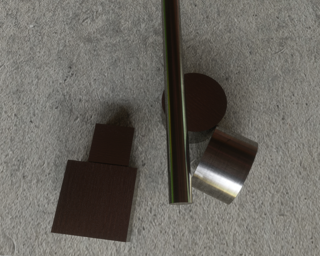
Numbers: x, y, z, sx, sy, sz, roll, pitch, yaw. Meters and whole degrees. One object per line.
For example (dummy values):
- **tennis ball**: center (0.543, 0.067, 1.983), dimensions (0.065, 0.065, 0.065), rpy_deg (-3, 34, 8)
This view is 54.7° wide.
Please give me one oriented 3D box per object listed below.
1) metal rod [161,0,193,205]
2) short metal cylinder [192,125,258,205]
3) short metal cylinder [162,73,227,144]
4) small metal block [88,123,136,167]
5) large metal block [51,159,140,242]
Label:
- **metal rod**: center (0.018, -0.060, 0.377), dimensions (0.025, 0.025, 0.299), rpy_deg (-1, 70, -1)
- **short metal cylinder**: center (0.074, 0.042, 0.364), dimensions (0.050, 0.080, 0.080), rpy_deg (26, 72, 8)
- **short metal cylinder**: center (0.042, -0.025, 0.404), dimensions (0.081, 0.050, 0.080), rpy_deg (0, 70, 0)
- **small metal block**: center (-0.060, 0.024, 0.399), dimensions (0.050, 0.025, 0.050), rpy_deg (7, 70, 2)
- **large metal block**: center (-0.071, 0.086, 0.362), dimensions (0.080, 0.050, 0.080), rpy_deg (7, 70, 2)
